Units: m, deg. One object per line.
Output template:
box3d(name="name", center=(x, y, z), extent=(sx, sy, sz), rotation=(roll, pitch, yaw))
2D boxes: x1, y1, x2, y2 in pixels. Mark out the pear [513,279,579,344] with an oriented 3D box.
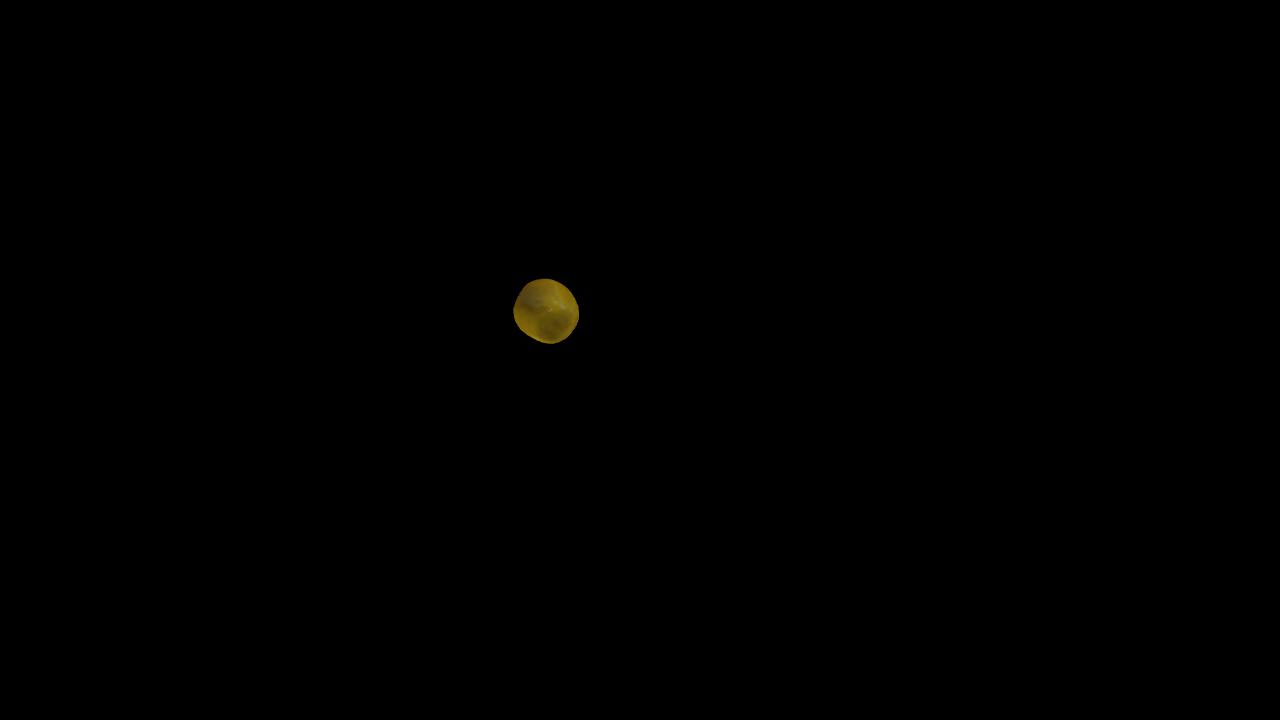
box3d(name="pear", center=(-0.123, -0.072, 0.753), extent=(0.080, 0.080, 0.111), rotation=(0, 35, -39))
